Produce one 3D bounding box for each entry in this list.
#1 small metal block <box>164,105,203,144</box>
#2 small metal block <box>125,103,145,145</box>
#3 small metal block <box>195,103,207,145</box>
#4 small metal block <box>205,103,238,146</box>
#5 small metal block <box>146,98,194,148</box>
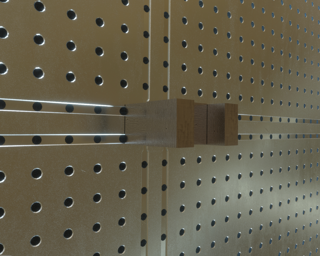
[{"bbox_3d":[0.032,-0.004,0.421,0.025,0.050,0.050,-1,91,-40],"label":"small metal block"},{"bbox_3d":[-0.018,-0.005,0.379,0.025,0.050,0.050,1,90,-40],"label":"small metal block"},{"bbox_3d":[0.030,-0.005,0.372,0.050,0.025,0.050,1,90,-40],"label":"small metal block"},{"bbox_3d":[0.069,-0.004,0.386,0.025,0.050,0.050,1,89,-40],"label":"small metal block"},{"bbox_3d":[0.010,-0.005,0.337,0.025,0.050,0.050,1,89,-40],"label":"small metal block"}]
